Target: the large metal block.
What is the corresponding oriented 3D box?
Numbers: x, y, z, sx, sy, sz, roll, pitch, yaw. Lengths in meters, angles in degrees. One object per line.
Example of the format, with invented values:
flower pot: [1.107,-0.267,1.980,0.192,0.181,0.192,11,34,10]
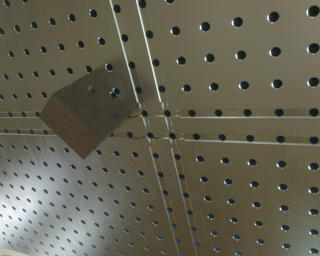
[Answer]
large metal block: [-0.097,-0.018,0.416,0.080,0.080,0.050,45,129,-3]
